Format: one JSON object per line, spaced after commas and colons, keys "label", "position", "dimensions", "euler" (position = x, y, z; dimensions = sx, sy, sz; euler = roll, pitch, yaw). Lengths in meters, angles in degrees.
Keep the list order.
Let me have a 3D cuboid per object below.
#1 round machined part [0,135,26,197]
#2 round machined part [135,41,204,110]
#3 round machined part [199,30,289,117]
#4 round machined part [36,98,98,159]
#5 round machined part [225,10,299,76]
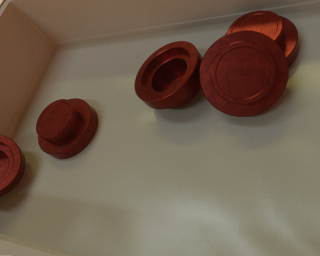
{"label": "round machined part", "position": [-0.256, 0.062, 0.471], "dimensions": [0.099, 0.042, 0.098], "euler": [2, 64, -4]}
{"label": "round machined part", "position": [0.017, -0.066, 0.418], "dimensions": [0.098, 0.042, 0.098], "euler": [-21, 49, 26]}
{"label": "round machined part", "position": [0.094, -0.061, 0.351], "dimensions": [0.098, 0.042, 0.097], "euler": [2, 97, 14]}
{"label": "round machined part", "position": [-0.148, -0.005, 0.473], "dimensions": [0.098, 0.042, 0.098], "euler": [-13, 56, 20]}
{"label": "round machined part", "position": [0.124, -0.111, 0.397], "dimensions": [0.098, 0.042, 0.098], "euler": [-13, 56, 20]}
